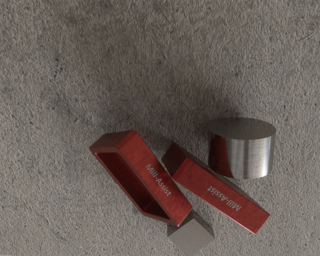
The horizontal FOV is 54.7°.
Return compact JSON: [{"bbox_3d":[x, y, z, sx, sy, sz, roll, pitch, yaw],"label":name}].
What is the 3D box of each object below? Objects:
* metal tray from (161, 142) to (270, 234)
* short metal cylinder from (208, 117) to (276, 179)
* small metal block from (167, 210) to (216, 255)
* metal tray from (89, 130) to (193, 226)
[{"bbox_3d":[0.068,0.074,0.400,0.130,0.090,0.030,35,93,-12],"label":"metal tray"},{"bbox_3d":[0.101,0.023,0.390,0.080,0.080,0.050,-2,110,0],"label":"short metal cylinder"},{"bbox_3d":[0.047,0.158,0.469,0.050,0.025,0.050,-40,106,13],"label":"small metal block"},{"bbox_3d":[-0.026,0.064,0.399,0.030,0.090,0.130,-45,109,-28],"label":"metal tray"}]
